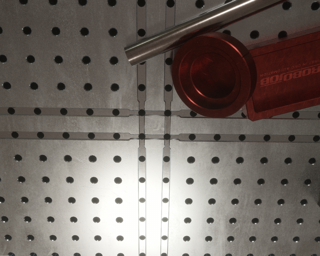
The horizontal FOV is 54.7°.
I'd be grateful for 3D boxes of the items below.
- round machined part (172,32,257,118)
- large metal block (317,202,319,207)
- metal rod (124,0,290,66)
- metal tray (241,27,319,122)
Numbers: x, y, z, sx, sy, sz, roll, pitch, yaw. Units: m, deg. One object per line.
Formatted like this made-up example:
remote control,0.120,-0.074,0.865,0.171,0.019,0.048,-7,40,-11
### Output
round machined part,0.066,-0.064,0.365,0.098,0.042,0.097,19,126,28
large metal block,0.288,0.131,0.437,0.080,0.080,0.050,31,107,-11
metal rod,0.101,-0.142,0.362,0.301,0.025,0.025,-21,109,7
metal tray,0.164,-0.068,0.387,0.131,0.030,0.089,-15,110,5
